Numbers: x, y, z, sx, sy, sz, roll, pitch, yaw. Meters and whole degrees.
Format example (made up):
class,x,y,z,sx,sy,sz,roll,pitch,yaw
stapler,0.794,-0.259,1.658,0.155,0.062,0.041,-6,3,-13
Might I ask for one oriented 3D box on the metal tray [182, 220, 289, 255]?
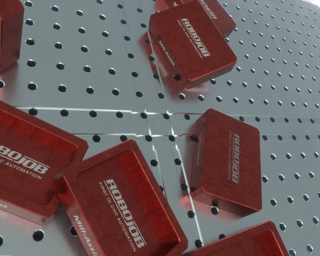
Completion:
class,x,y,z,sx,sy,sz,roll,pitch,yaw
metal tray,0.095,0.168,0.352,0.131,0.030,0.090,-7,65,-31

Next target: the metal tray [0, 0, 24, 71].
class,x,y,z,sx,sy,sz,roll,pitch,yaw
metal tray,-0.212,-0.133,0.333,0.130,0.090,0.030,38,51,-3

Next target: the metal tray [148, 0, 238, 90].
class,x,y,z,sx,sy,sz,roll,pitch,yaw
metal tray,0.050,-0.135,0.494,0.091,0.030,0.130,-25,74,-15

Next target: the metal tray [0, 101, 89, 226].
class,x,y,z,sx,sy,sz,roll,pitch,yaw
metal tray,-0.150,0.028,0.307,0.131,0.030,0.090,27,52,-11

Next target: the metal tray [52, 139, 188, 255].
class,x,y,z,sx,sy,sz,roll,pitch,yaw
metal tray,-0.036,0.086,0.310,0.091,0.030,0.130,-25,86,-44

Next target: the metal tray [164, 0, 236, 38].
class,x,y,z,sx,sy,sz,roll,pitch,yaw
metal tray,0.071,-0.220,0.577,0.091,0.030,0.130,-25,76,-37

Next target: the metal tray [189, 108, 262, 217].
class,x,y,z,sx,sy,sz,roll,pitch,yaw
metal tray,0.093,0.045,0.427,0.090,0.030,0.130,22,54,-15
